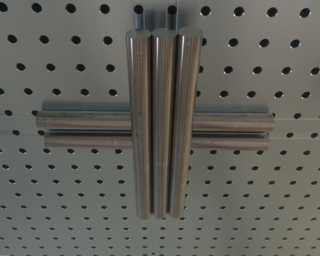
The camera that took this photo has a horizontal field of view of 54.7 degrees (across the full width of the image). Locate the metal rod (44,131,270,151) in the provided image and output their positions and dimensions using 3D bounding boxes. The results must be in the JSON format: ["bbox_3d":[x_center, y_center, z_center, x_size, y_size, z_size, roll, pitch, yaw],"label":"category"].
[{"bbox_3d":[-0.003,0.018,0.427,0.302,0.025,0.025,1,130,-1],"label":"metal rod"}]

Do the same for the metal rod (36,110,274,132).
[{"bbox_3d":[-0.005,-0.009,0.404,0.302,0.025,0.025,1,130,-1],"label":"metal rod"}]

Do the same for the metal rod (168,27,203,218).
[{"bbox_3d":[0.027,0.020,0.397,0.025,0.025,0.298,0,130,-1],"label":"metal rod"}]

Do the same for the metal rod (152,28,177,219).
[{"bbox_3d":[0.002,0.021,0.397,0.025,0.025,0.298,0,130,-1],"label":"metal rod"}]

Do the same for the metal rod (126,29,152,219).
[{"bbox_3d":[-0.023,0.022,0.397,0.025,0.025,0.298,0,130,-1],"label":"metal rod"}]
